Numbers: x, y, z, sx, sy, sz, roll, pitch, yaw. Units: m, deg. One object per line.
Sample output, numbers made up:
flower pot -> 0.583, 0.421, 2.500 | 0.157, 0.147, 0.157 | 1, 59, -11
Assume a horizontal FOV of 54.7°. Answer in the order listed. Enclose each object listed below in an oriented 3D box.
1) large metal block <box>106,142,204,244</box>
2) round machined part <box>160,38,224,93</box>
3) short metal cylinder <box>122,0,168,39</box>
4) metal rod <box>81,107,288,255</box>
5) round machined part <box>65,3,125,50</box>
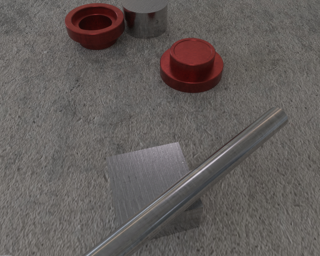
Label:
large metal block -> -0.008, 0.069, 0.329 | 0.081, 0.050, 0.080 | -12, 51, -10
round machined part -> 0.049, -0.103, 0.479 | 0.099, 0.042, 0.098 | 0, 50, 0
short metal cylinder -> -0.027, -0.206, 0.559 | 0.081, 0.050, 0.080 | 0, 50, 0
metal rod -> 0.019, 0.063, 0.285 | 0.302, 0.025, 0.025 | -33, 58, -25
round machined part -> -0.110, -0.172, 0.536 | 0.099, 0.042, 0.098 | 0, 50, 0
